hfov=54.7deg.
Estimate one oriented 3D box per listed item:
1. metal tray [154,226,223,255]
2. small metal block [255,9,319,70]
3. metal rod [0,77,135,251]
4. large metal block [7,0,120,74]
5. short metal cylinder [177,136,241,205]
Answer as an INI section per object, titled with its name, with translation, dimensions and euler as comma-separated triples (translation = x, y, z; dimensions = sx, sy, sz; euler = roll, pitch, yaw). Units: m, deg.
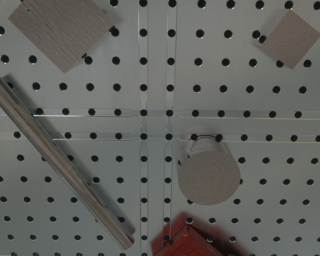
[metal tray]
translation = 0.060, 0.226, 0.476
dimensions = 0.130, 0.030, 0.090
euler = 42, 105, 2
[small metal block]
translation = 0.154, -0.107, 0.375
dimensions = 0.050, 0.025, 0.050
euler = 33, 107, -12
[metal rod]
translation = -0.130, 0.061, 0.434
dimensions = 0.025, 0.025, 0.299
euler = -31, 108, 11
[large metal block]
translation = -0.105, -0.123, 0.354
dimensions = 0.080, 0.050, 0.080
euler = -41, 105, 13
[short metal cylinder]
translation = 0.063, 0.057, 0.421
dimensions = 0.081, 0.050, 0.079
euler = 0, 110, 0
